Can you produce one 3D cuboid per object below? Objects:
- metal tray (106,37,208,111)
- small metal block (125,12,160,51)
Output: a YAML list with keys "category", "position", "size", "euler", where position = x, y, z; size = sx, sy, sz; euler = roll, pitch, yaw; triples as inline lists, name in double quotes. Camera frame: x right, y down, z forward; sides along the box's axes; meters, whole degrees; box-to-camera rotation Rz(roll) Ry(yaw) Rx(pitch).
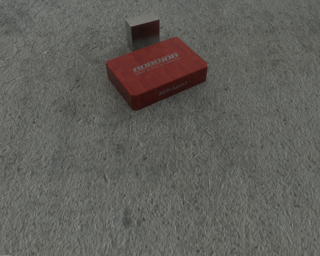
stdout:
- category: "metal tray"
  position: [-0.004, -0.087, 0.473]
  size: [0.131, 0.030, 0.090]
  euler: [-25, 55, -20]
- category: "small metal block"
  position: [-0.029, -0.161, 0.522]
  size: [0.050, 0.050, 0.025]
  euler: [-21, 53, -17]
